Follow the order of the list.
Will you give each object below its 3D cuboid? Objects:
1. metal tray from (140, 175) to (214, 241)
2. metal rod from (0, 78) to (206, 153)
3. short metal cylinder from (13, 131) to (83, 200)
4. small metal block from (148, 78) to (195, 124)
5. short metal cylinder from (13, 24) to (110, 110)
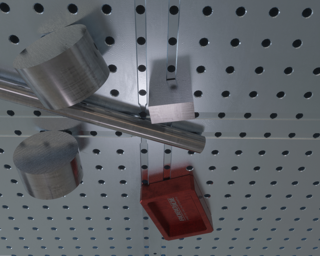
[{"bbox_3d":[0.031,0.140,0.527,0.090,0.030,0.130,-16,129,12],"label":"metal tray"},{"bbox_3d":[-0.083,-0.017,0.396,0.302,0.025,0.025,16,128,-14],"label":"metal rod"},{"bbox_3d":[-0.147,0.048,0.415,0.081,0.080,0.050,1,130,-1],"label":"short metal cylinder"},{"bbox_3d":[0.014,-0.033,0.367,0.050,0.050,0.025,-6,130,5],"label":"small metal block"},{"bbox_3d":[-0.100,-0.064,0.320,0.080,0.080,0.050,-16,128,13],"label":"short metal cylinder"}]
